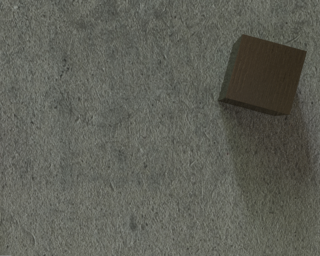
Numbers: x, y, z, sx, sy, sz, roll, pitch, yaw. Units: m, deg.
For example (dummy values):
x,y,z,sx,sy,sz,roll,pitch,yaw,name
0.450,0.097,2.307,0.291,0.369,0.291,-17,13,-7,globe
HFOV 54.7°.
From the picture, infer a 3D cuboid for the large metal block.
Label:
x,y,z,sx,sy,sz,roll,pitch,yaw,name
0.128,-0.065,0.398,0.080,0.050,0.080,15,90,0,large metal block
